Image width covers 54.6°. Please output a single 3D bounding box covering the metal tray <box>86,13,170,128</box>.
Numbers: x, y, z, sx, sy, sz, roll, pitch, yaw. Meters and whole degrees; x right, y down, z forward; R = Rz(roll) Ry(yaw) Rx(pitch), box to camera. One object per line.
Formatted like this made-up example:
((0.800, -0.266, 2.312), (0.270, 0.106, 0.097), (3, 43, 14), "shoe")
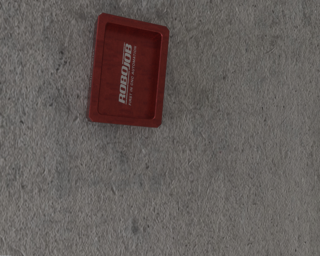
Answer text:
((-0.040, -0.068, 0.391), (0.091, 0.030, 0.129), (6, 88, -20), "metal tray")
